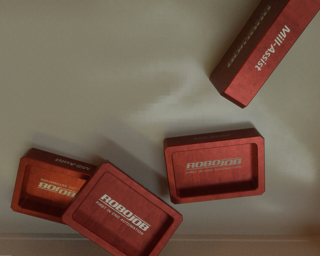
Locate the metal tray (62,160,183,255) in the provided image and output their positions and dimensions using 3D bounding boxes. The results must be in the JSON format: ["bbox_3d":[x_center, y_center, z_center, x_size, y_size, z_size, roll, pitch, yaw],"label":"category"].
[{"bbox_3d":[-0.047,0.114,0.405,0.130,0.030,0.090,38,82,-10],"label":"metal tray"}]

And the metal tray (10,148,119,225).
[{"bbox_3d":[-0.134,0.090,0.440,0.131,0.030,0.089,17,109,-7],"label":"metal tray"}]

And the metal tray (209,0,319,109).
[{"bbox_3d":[0.109,-0.093,0.343,0.030,0.090,0.129,30,107,-11],"label":"metal tray"}]

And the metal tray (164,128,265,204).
[{"bbox_3d":[0.075,0.053,0.428,0.131,0.030,0.089,-7,110,2],"label":"metal tray"}]
